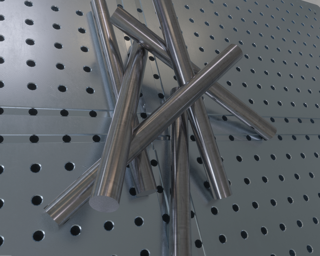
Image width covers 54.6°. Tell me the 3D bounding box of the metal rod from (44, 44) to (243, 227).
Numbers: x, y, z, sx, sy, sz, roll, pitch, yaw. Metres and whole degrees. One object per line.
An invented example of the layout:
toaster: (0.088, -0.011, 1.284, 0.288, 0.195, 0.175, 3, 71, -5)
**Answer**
metal rod: (-0.002, -0.007, 0.358, 0.025, 0.025, 0.301, 46, 68, 3)

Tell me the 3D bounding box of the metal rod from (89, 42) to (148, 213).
metal rod: (-0.037, -0.038, 0.368, 0.025, 0.025, 0.300, 22, 40, -15)

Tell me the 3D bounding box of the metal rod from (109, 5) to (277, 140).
metal rod: (0.058, -0.072, 0.455, 0.301, 0.025, 0.025, 34, 51, -17)

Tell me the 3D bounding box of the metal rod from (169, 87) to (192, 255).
metal rod: (0.024, 0.074, 0.375, 0.025, 0.025, 0.300, 15, 56, -20)

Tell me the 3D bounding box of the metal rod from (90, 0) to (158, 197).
metal rod: (-0.054, -0.057, 0.413, 0.025, 0.025, 0.299, -3, 63, -29)

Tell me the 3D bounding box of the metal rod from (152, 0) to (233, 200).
metal rod: (0.038, -0.055, 0.411, 0.025, 0.025, 0.299, -14, 85, -34)
